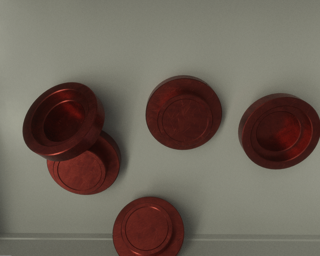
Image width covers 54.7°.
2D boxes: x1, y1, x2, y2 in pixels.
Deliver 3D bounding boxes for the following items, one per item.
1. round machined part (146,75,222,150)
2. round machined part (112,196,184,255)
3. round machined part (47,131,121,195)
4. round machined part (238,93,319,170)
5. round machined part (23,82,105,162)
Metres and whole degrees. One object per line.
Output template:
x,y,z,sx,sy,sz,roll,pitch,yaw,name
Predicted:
0.031,-0.016,0.397,0.099,0.042,0.097,0,110,-1,round machined part
-0.016,0.141,0.423,0.099,0.098,0.042,-5,149,1,round machined part
-0.104,0.050,0.419,0.099,0.042,0.097,0,110,-1,round machined part
0.151,0.002,0.405,0.099,0.042,0.097,0,110,-1,round machined part
-0.112,-0.004,0.380,0.098,0.098,0.042,-21,149,7,round machined part
